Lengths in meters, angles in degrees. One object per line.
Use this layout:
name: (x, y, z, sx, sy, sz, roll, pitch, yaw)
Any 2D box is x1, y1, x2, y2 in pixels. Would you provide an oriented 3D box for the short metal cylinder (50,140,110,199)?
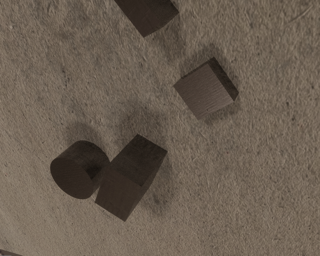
short metal cylinder: (-0.126, 0.067, 0.496, 0.080, 0.050, 0.079, 13, 124, 20)

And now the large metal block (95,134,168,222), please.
large metal block: (-0.040, 0.068, 0.433, 0.050, 0.080, 0.079, 30, 128, 8)

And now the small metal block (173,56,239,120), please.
small metal block: (0.052, -0.044, 0.351, 0.050, 0.025, 0.050, -29, 103, 37)

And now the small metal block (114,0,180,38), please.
small metal block: (-0.013, -0.127, 0.318, 0.025, 0.050, 0.050, -33, 101, 38)
